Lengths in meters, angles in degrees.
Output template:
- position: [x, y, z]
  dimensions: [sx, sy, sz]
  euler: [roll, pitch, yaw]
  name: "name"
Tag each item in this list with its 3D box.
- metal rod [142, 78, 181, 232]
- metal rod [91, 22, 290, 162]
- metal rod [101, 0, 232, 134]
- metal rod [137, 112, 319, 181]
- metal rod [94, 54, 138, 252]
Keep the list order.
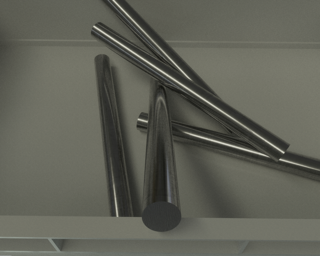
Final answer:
- position: [-0.001, -0.008, 0.332]
  dimensions: [0.025, 0.025, 0.300]
  euler: [-1, 25, 0]
  name: "metal rod"
- position: [0.025, -0.056, 0.397]
  dimensions: [0.300, 0.025, 0.025]
  euler: [36, 59, 18]
  name: "metal rod"
- position: [-0.001, -0.109, 0.423]
  dimensions: [0.300, 0.025, 0.025]
  euler: [47, 62, 6]
  name: "metal rod"
- position: [0.116, 0.029, 0.380]
  dimensions: [0.301, 0.025, 0.025]
  euler: [15, 52, 12]
  name: "metal rod"
- position: [-0.063, 0.005, 0.400]
  dimensions: [0.025, 0.025, 0.300]
  euler: [-9, 51, -7]
  name: "metal rod"
